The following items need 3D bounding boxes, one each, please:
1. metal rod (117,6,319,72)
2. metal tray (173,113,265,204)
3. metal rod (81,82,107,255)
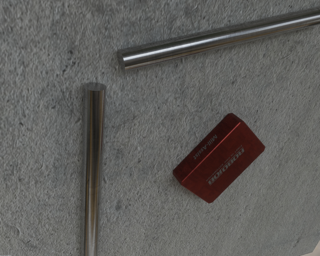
[{"bbox_3d":[0.094,-0.116,0.386,0.302,0.025,0.025,-18,126,-19],"label":"metal rod"},{"bbox_3d":[0.094,0.050,0.486,0.130,0.030,0.090,-46,129,4],"label":"metal tray"},{"bbox_3d":[-0.090,0.085,0.409,0.025,0.025,0.298,-6,121,-25],"label":"metal rod"}]
